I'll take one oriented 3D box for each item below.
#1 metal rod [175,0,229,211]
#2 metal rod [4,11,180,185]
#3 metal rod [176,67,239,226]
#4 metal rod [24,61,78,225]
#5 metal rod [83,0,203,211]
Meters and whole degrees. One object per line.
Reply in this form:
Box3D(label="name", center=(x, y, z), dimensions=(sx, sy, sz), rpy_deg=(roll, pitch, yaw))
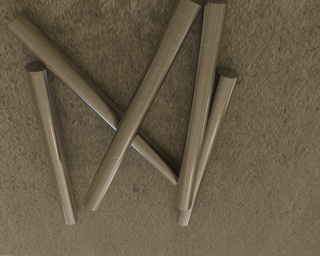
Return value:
Box3D(label="metal rod", center=(0.045, -0.004, 0.389), dimensions=(0.025, 0.025, 0.298), rpy_deg=(2, 126, -3))
Box3D(label="metal rod", center=(-0.061, -0.017, 0.391), dimensions=(0.025, 0.025, 0.300), rpy_deg=(-29, 125, 22))
Box3D(label="metal rod", center=(0.059, 0.049, 0.450), dimensions=(0.025, 0.025, 0.298), rpy_deg=(5, 130, -5))
Box3D(label="metal rod", center=(-0.146, 0.044, 0.442), dimensions=(0.025, 0.025, 0.298), rpy_deg=(2, 130, -2))
Box3D(label="metal rod", center=(-0.033, -0.009, 0.370), dimensions=(0.025, 0.025, 0.298), rpy_deg=(20, 119, -17))
